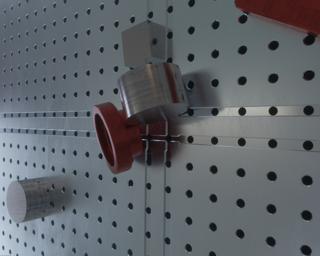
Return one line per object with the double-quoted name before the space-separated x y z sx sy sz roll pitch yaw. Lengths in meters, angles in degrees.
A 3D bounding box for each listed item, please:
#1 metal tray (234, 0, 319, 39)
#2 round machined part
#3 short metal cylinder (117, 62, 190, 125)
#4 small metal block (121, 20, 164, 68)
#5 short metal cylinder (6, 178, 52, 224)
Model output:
"metal tray" 0.145 -0.136 0.286 0.130 0.030 0.089 35 112 34
"round machined part" -0.057 0.011 0.427 0.098 0.042 0.097 49 148 46
"short metal cylinder" -0.008 -0.040 0.380 0.080 0.081 0.050 -23 76 38
"small metal block" -0.025 -0.114 0.430 0.050 0.025 0.050 -10 84 39
"short metal cylinder" -0.256 0.140 0.604 0.080 0.050 0.079 0 90 40
